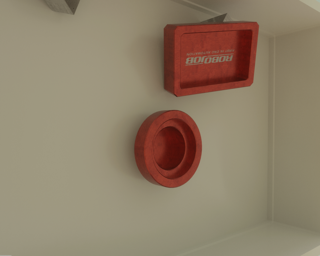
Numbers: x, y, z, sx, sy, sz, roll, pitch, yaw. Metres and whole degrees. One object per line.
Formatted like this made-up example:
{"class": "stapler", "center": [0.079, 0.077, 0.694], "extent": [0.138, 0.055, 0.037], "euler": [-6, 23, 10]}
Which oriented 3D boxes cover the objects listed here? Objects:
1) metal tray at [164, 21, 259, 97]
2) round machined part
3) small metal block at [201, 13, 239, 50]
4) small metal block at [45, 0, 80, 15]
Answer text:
{"class": "metal tray", "center": [0.071, -0.097, 0.424], "extent": [0.131, 0.030, 0.089], "euler": [-11, 115, -23]}
{"class": "round machined part", "center": [0.006, 0.026, 0.403], "extent": [0.099, 0.042, 0.097], "euler": [0, 90, -40]}
{"class": "small metal block", "center": [0.090, -0.140, 0.468], "extent": [0.050, 0.050, 0.025], "euler": [41, 65, -33]}
{"class": "small metal block", "center": [-0.098, -0.151, 0.308], "extent": [0.050, 0.025, 0.050], "euler": [66, 39, -73]}
